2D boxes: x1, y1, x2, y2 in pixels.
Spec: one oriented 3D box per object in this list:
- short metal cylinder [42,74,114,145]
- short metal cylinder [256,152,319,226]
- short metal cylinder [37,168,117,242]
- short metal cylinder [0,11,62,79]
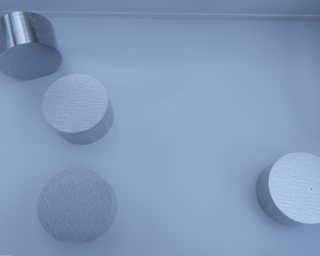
[{"bbox_3d":[-0.104,-0.023,0.404,0.081,0.050,0.080,0,70,0],"label":"short metal cylinder"},{"bbox_3d":[0.162,0.074,0.370,0.081,0.050,0.080,0,70,0],"label":"short metal cylinder"},{"bbox_3d":[-0.093,0.091,0.362,0.081,0.050,0.080,0,70,0],"label":"short metal cylinder"},{"bbox_3d":[-0.180,-0.109,0.419,0.080,0.080,0.050,-18,71,-7],"label":"short metal cylinder"}]
